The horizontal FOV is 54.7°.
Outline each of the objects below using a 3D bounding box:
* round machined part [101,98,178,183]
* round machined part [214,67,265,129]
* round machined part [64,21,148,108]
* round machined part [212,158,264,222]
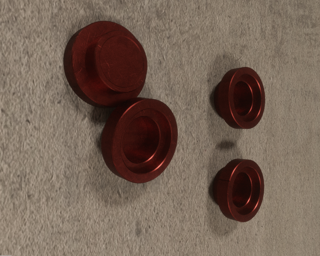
[{"bbox_3d":[-0.028,0.012,0.365,0.099,0.042,0.097,-12,107,-42],"label":"round machined part"},{"bbox_3d":[0.125,-0.047,0.501,0.099,0.042,0.097,0,90,-40],"label":"round machined part"},{"bbox_3d":[-0.053,-0.072,0.350,0.099,0.042,0.097,0,90,-40],"label":"round machined part"},{"bbox_3d":[0.123,0.098,0.500,0.099,0.042,0.097,0,90,-40],"label":"round machined part"}]
